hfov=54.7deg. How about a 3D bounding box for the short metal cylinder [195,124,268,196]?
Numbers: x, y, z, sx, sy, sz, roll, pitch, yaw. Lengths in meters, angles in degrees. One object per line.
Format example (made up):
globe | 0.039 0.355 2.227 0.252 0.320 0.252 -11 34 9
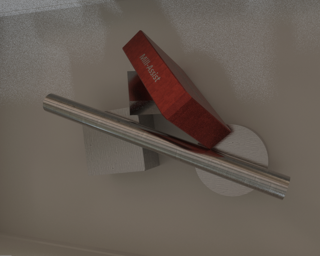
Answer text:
short metal cylinder | 0.086 0.035 0.365 0.080 0.050 0.079 0 90 19

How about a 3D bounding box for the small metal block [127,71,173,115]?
small metal block | -0.013 -0.044 0.377 0.050 0.025 0.050 -3 53 -7

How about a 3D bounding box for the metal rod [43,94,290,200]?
metal rod | -0.009 0.014 0.357 0.301 0.025 0.025 19 96 18

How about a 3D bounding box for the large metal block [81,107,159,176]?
large metal block | -0.052 0.017 0.413 0.080 0.050 0.080 -8 87 19

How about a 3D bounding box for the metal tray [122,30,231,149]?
metal tray | 0.016 -0.044 0.342 0.030 0.090 0.130 -42 47 14
